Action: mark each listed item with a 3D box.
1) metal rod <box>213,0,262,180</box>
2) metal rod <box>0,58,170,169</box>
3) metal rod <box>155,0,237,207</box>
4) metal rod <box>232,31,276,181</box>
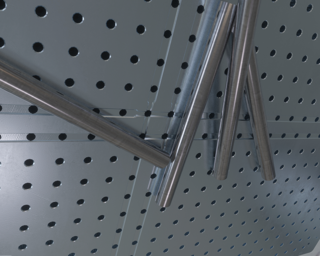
[{"bbox_3d":[0.099,-0.041,0.421,0.025,0.025,0.298,-16,130,-19],"label":"metal rod"},{"bbox_3d":[-0.095,-0.017,0.348,0.301,0.025,0.025,32,101,-38],"label":"metal rod"},{"bbox_3d":[0.044,-0.016,0.424,0.025,0.025,0.298,2,117,-30],"label":"metal rod"},{"bbox_3d":[0.151,-0.019,0.480,0.025,0.025,0.299,-31,129,-8],"label":"metal rod"}]
